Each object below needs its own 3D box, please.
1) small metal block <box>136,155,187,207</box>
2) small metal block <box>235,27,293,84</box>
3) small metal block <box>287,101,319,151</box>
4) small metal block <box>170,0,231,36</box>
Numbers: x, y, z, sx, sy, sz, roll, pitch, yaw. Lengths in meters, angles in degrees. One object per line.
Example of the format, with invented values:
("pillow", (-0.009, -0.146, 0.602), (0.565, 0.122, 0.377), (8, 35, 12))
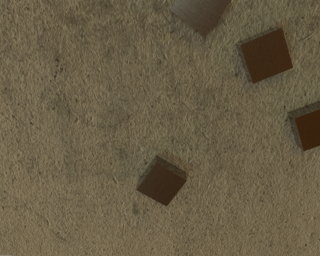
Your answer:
("small metal block", (0.002, 0.074, 0.437), (0.050, 0.025, 0.050), (31, 107, -11))
("small metal block", (0.127, -0.089, 0.378), (0.050, 0.025, 0.050), (-22, 109, 7))
("small metal block", (0.204, -0.004, 0.410), (0.050, 0.025, 0.050), (-21, 109, 7))
("small metal block", (0.046, -0.143, 0.357), (0.050, 0.025, 0.050), (33, 107, -12))
